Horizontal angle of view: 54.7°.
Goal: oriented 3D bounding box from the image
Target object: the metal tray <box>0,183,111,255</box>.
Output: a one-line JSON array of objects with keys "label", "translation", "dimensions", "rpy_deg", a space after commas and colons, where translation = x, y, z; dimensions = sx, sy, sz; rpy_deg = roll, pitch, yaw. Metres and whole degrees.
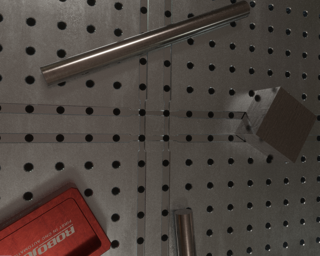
[{"label": "metal tray", "translation": [-0.136, 0.137, 0.360], "dimensions": [0.131, 0.030, 0.090], "rpy_deg": [-31, 101, -18]}]

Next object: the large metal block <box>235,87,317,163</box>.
[{"label": "large metal block", "translation": [0.174, -0.004, 0.466], "dimensions": [0.080, 0.050, 0.080], "rpy_deg": [34, 79, -17]}]

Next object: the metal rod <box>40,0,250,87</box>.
[{"label": "metal rod", "translation": [-0.005, -0.118, 0.411], "dimensions": [0.302, 0.025, 0.025], "rpy_deg": [-24, 99, -19]}]

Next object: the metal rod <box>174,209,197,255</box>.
[{"label": "metal rod", "translation": [0.046, 0.263, 0.431], "dimensions": [0.025, 0.025, 0.298], "rpy_deg": [-6, 92, -20]}]
